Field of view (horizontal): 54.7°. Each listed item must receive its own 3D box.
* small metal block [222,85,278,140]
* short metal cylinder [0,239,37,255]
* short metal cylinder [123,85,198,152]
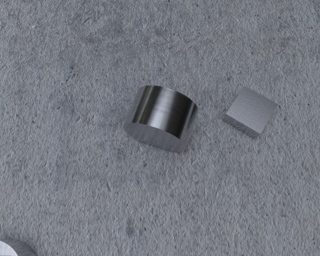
[{"bbox_3d":[0.121,-0.021,0.417,0.050,0.025,0.050,32,73,11],"label":"small metal block"},{"bbox_3d":[-0.179,0.162,0.334,0.081,0.050,0.080,0,70,0],"label":"short metal cylinder"},{"bbox_3d":[0.001,-0.010,0.383,0.080,0.080,0.050,18,71,6],"label":"short metal cylinder"}]
